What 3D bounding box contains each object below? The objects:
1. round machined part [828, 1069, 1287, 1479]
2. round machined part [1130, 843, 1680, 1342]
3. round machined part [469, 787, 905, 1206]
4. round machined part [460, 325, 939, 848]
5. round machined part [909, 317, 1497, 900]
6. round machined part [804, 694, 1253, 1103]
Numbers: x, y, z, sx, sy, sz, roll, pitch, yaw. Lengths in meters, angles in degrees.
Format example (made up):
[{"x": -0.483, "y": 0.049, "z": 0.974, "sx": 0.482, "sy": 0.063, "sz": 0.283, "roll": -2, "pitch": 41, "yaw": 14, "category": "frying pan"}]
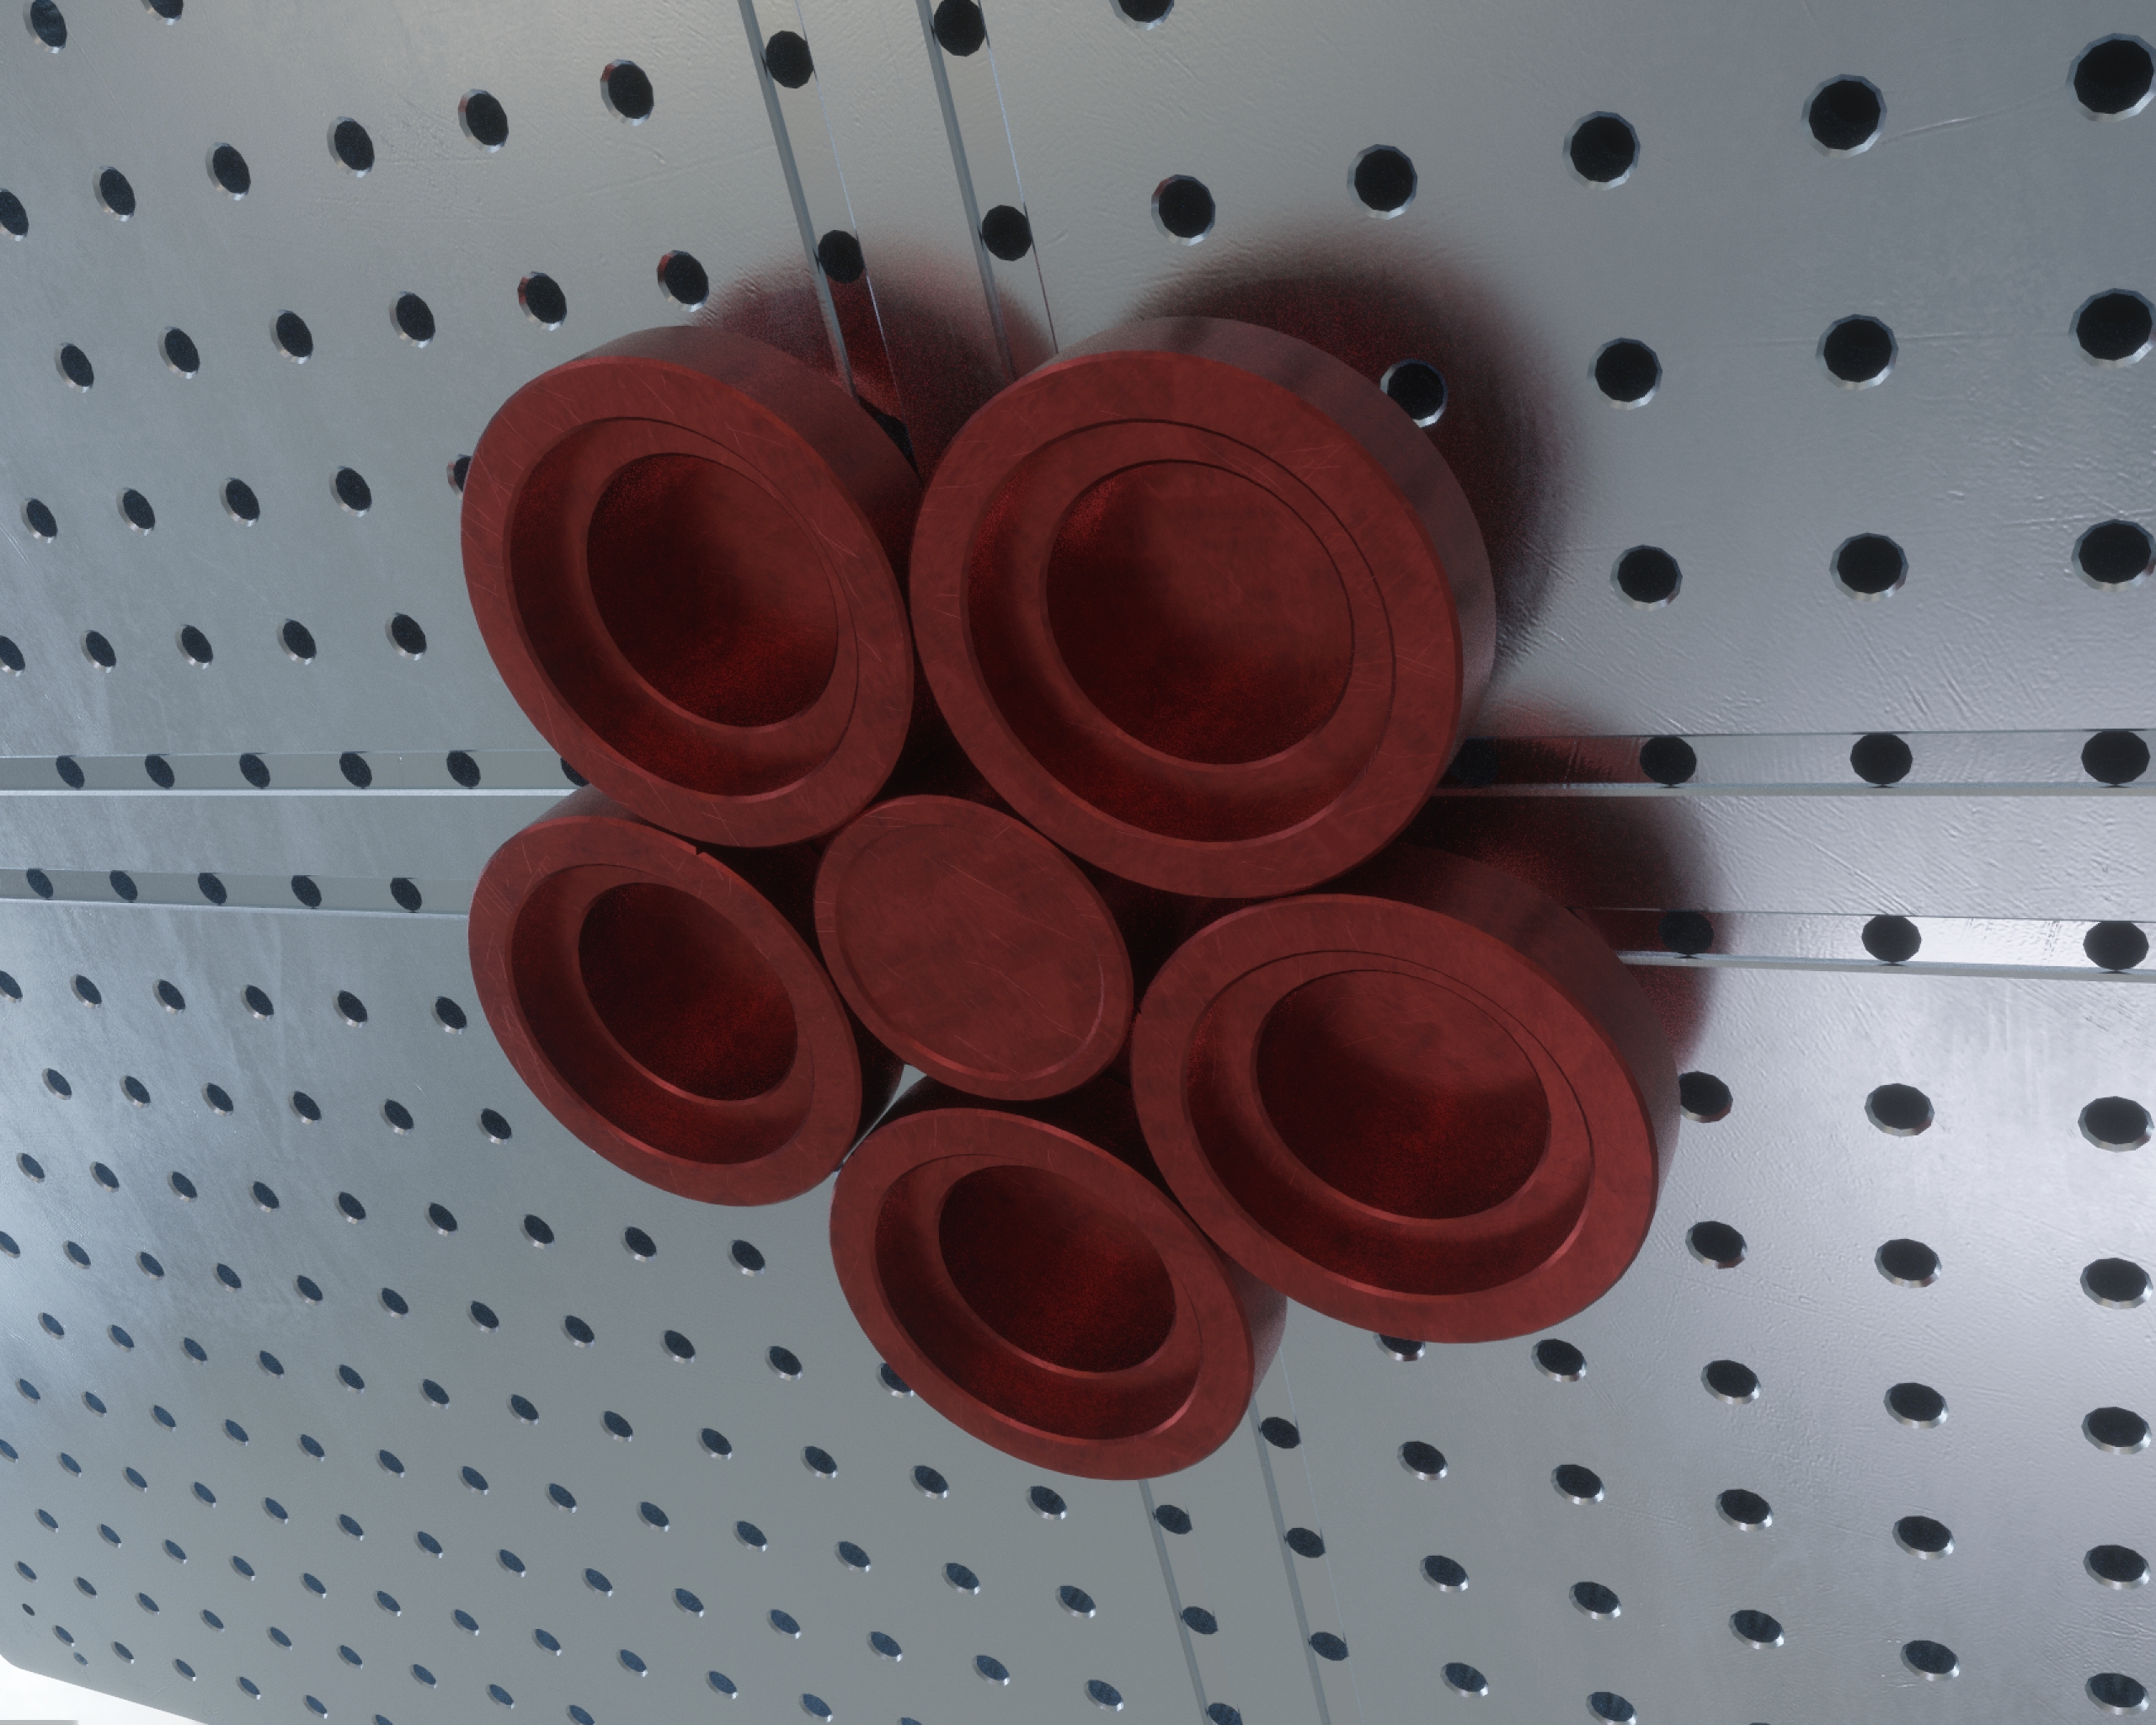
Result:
[{"x": -0.001, "y": 0.082, "z": 0.451, "sx": 0.098, "sy": 0.042, "sz": 0.097, "roll": 13, "pitch": 124, "yaw": 21, "category": "round machined part"}, {"x": 0.063, "y": 0.038, "z": 0.391, "sx": 0.098, "sy": 0.042, "sz": 0.097, "roll": 13, "pitch": 124, "yaw": 21, "category": "round machined part"}, {"x": -0.080, "y": 0.024, "z": 0.457, "sx": 0.098, "sy": 0.042, "sz": 0.097, "roll": 13, "pitch": 124, "yaw": 21, "category": "round machined part"}, {"x": -0.065, "y": -0.055, "z": 0.401, "sx": 0.098, "sy": 0.042, "sz": 0.097, "roll": 13, "pitch": 124, "yaw": 21, "category": "round machined part"}, {"x": 0.024, "y": -0.046, "z": 0.359, "sx": 0.098, "sy": 0.042, "sz": 0.097, "roll": 13, "pitch": 124, "yaw": 21, "category": "round machined part"}, {"x": -0.012, "y": 0.008, "z": 0.412, "sx": 0.098, "sy": 0.042, "sz": 0.097, "roll": 13, "pitch": 124, "yaw": 21, "category": "round machined part"}]
